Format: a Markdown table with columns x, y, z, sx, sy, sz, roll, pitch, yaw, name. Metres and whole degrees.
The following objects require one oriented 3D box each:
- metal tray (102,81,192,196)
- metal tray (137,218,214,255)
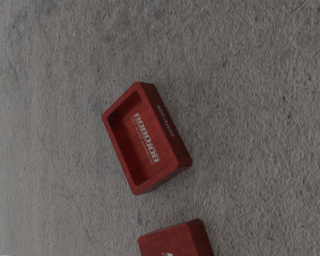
| x | y | z | sx | sy | sz | roll | pitch | yaw | name |
| --- | --- | --- | --- | --- | --- | --- | --- | --- | --- |
| -0.022 | 0.014 | 0.420 | 0.090 | 0.030 | 0.130 | -39 | 66 | 33 | metal tray |
| 0.030 | 0.186 | 0.377 | 0.090 | 0.030 | 0.129 | -29 | 72 | 36 | metal tray |
